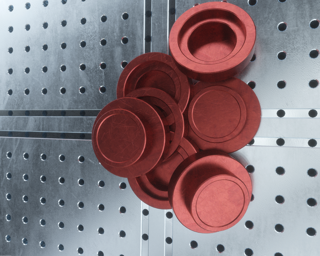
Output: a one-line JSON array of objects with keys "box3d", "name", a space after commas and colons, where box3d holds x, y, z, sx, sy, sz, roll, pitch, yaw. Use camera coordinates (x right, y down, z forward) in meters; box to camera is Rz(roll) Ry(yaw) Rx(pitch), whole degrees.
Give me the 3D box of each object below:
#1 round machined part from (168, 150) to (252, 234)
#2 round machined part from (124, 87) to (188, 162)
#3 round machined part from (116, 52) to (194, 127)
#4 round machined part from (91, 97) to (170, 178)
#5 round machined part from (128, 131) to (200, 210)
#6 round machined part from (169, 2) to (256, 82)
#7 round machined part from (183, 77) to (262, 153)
[{"box3d": [0.062, 0.078, 0.356, 0.099, 0.042, 0.097, -3, 103, -12], "name": "round machined part"}, {"box3d": [-0.010, -0.002, 0.407, 0.098, 0.042, 0.097, 0, 90, 20], "name": "round machined part"}, {"box3d": [-0.004, -0.046, 0.405, 0.098, 0.042, 0.097, 0, 90, 20], "name": "round machined part"}, {"box3d": [-0.041, 0.012, 0.373, 0.098, 0.042, 0.097, 0, 90, 20], "name": "round machined part"}, {"box3d": [0.010, 0.051, 0.400, 0.098, 0.042, 0.097, 0, 90, 20], "name": "round machined part"}, {"box3d": [0.062, -0.097, 0.370, 0.098, 0.042, 0.098, -4, 68, 11], "name": "round machined part"}, {"box3d": [0.072, -0.016, 0.378, 0.098, 0.042, 0.097, 0, 90, 20], "name": "round machined part"}]
